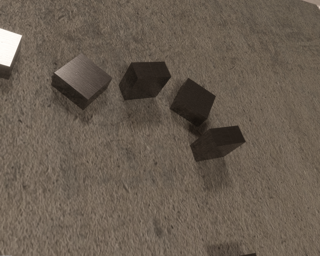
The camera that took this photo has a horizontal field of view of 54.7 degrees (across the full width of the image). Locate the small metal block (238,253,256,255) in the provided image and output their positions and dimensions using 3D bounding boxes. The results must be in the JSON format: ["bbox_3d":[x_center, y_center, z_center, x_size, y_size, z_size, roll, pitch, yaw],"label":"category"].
[{"bbox_3d":[0.088,0.172,0.348,0.050,0.025,0.050,3,60,-27],"label":"small metal block"}]

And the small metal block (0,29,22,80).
[{"bbox_3d":[-0.193,-0.089,0.355,0.050,0.025,0.050,15,55,-20],"label":"small metal block"}]

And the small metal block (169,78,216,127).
[{"bbox_3d":[0.049,-0.038,0.455,0.050,0.025,0.050,33,51,-8],"label":"small metal block"}]

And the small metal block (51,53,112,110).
[{"bbox_3d":[-0.097,-0.059,0.388,0.050,0.025,0.050,39,51,-2],"label":"small metal block"}]

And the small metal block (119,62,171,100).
[{"bbox_3d":[-0.021,-0.063,0.416,0.050,0.050,0.025,-9,67,-33],"label":"small metal block"}]

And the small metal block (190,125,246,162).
[{"bbox_3d":[0.077,0.021,0.418,0.050,0.050,0.025,-6,65,-31],"label":"small metal block"}]
